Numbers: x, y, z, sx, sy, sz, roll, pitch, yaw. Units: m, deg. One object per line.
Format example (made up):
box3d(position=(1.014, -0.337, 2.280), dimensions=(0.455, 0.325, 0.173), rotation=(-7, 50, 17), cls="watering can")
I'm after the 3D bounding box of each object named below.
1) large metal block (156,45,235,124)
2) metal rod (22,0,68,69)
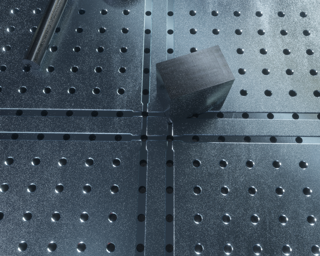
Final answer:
box3d(position=(0.042, -0.053, 0.402), dimensions=(0.080, 0.080, 0.050), rotation=(-18, 71, -7), cls="large metal block")
box3d(position=(-0.151, -0.228, 0.493), dimensions=(0.025, 0.025, 0.299), rotation=(12, 70, 4), cls="metal rod")
